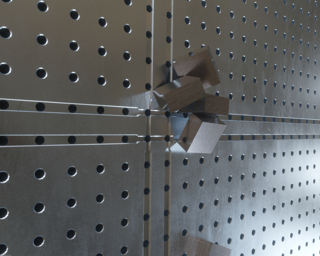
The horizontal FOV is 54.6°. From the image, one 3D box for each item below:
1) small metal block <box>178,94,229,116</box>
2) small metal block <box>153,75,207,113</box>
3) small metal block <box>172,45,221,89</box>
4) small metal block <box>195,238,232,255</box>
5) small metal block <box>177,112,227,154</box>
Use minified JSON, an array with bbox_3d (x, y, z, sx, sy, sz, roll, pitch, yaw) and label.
[{"bbox_3d":[0.063,-0.032,0.444,0.050,0.050,0.025,5,87,-40],"label":"small metal block"},{"bbox_3d":[0.024,-0.045,0.401,0.050,0.050,0.025,-26,109,-10],"label":"small metal block"},{"bbox_3d":[0.052,-0.080,0.431,0.050,0.050,0.025,63,22,-21],"label":"small metal block"},{"bbox_3d":[0.079,0.203,0.474,0.050,0.025,0.050,32,71,-36],"label":"small metal block"},{"bbox_3d":[0.060,0.008,0.443,0.050,0.025,0.050,6,118,-40],"label":"small metal block"}]
